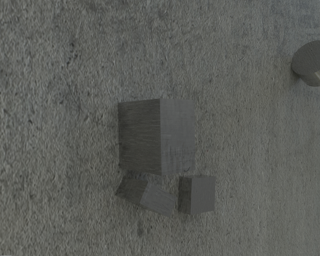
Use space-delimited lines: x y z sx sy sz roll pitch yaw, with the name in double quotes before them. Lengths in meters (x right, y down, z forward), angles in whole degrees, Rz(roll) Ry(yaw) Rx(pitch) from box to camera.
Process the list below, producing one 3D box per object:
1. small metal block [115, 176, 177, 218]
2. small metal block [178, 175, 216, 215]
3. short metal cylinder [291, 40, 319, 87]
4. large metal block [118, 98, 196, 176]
"small metal block" -0.017 0.083 0.374 0.050 0.050 0.025 36 68 -34
"small metal block" 0.054 0.095 0.450 0.050 0.025 0.050 4 88 -40
"short metal cylinder" 0.321 -0.132 0.637 0.050 0.080 0.080 30 72 -36
"large metal block" -0.006 0.008 0.364 0.050 0.080 0.079 -2 92 -40
